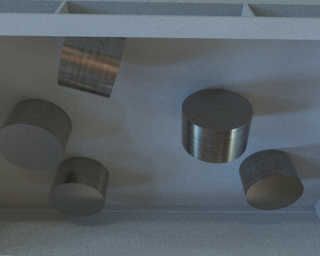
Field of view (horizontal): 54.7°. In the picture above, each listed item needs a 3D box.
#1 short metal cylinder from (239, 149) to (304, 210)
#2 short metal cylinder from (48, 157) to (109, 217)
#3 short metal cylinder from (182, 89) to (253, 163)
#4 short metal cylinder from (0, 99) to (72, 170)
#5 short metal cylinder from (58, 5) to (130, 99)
[{"bbox_3d":[0.163,0.078,0.460,0.081,0.050,0.079,0,130,0],"label":"short metal cylinder"},{"bbox_3d":[-0.120,0.089,0.467,0.081,0.050,0.079,0,130,0],"label":"short metal cylinder"},{"bbox_3d":[0.066,-0.004,0.370,0.080,0.080,0.050,-2,130,1],"label":"short metal cylinder"},{"bbox_3d":[-0.159,0.009,0.399,0.081,0.050,0.079,0,130,0],"label":"short metal cylinder"},{"bbox_3d":[-0.065,-0.074,0.309,0.050,0.080,0.079,15,129,-12],"label":"short metal cylinder"}]
